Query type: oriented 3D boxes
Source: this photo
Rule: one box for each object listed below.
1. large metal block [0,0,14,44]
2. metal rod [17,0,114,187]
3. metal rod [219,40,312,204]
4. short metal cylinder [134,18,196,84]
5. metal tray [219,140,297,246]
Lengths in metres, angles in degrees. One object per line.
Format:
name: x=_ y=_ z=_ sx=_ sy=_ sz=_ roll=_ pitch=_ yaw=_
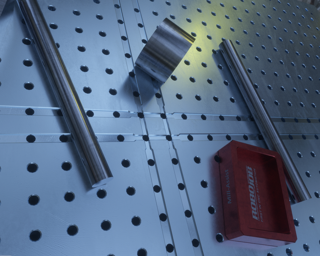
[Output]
large metal block: x=-0.223 y=-0.146 z=0.362 sx=0.081 sy=0.050 sz=0.080 roll=14 pitch=56 yaw=-21
metal rod: x=-0.127 y=-0.068 z=0.382 sx=0.025 sy=0.025 sz=0.299 roll=-15 pitch=70 yaw=-34
metal rod: x=0.166 y=-0.023 z=0.514 sx=0.025 sy=0.025 sz=0.299 roll=-6 pitch=65 yaw=-31
short metal cylinder: x=0.007 y=-0.109 z=0.445 sx=0.050 sy=0.080 sz=0.080 roll=35 pitch=51 yaw=-6
metal tray: x=0.131 y=0.088 z=0.423 sx=0.091 sy=0.030 sz=0.130 roll=15 pitch=56 yaw=-20
